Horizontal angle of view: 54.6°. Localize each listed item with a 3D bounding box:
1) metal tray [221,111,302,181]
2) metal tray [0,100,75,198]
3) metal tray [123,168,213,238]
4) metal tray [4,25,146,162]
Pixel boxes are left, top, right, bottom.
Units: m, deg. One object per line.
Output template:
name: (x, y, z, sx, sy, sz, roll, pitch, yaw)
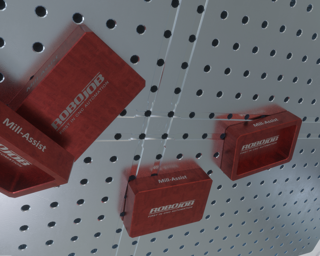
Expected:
metal tray: (0.168, 0.029, 0.516, 0.131, 0.030, 0.089, -14, 124, -21)
metal tray: (-0.161, 0.019, 0.302, 0.090, 0.030, 0.130, -19, 135, 25)
metal tray: (0.012, 0.116, 0.486, 0.131, 0.030, 0.089, -5, 121, -26)
metal tray: (-0.091, -0.033, 0.338, 0.130, 0.030, 0.090, -47, 129, 4)
